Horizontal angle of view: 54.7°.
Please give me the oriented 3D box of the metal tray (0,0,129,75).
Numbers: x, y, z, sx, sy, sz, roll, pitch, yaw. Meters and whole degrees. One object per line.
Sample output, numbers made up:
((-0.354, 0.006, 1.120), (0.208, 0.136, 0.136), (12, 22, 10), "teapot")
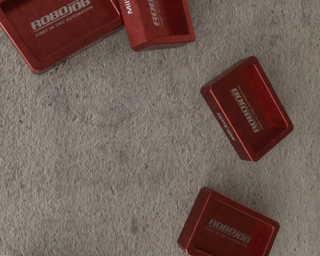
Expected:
((-0.114, -0.133, 0.363), (0.131, 0.030, 0.090), (-35, 102, -17), "metal tray")

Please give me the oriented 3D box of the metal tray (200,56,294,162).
((0.129, -0.027, 0.453), (0.090, 0.030, 0.130), (-36, 102, -16), "metal tray")

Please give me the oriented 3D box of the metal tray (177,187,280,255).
((0.100, 0.152, 0.443), (0.131, 0.030, 0.090), (28, 81, -18), "metal tray")

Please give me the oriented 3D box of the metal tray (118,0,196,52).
((-0.009, -0.165, 0.384), (0.091, 0.030, 0.129), (-20, 97, -43), "metal tray")
